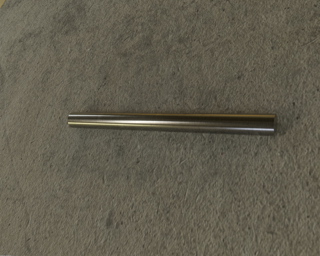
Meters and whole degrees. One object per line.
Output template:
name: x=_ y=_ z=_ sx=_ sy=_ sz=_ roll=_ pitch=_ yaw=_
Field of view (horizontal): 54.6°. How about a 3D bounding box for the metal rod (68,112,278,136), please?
metal rod: x=-0.004 y=-0.008 z=0.413 sx=0.300 sy=0.025 sz=0.025 roll=2 pitch=63 yaw=29
